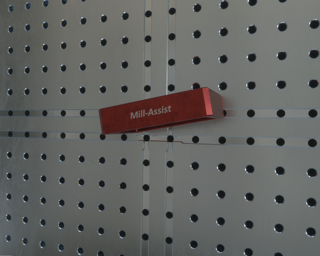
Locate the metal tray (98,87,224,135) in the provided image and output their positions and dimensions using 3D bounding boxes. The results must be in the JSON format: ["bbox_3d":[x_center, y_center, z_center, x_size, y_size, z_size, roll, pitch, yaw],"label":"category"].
[{"bbox_3d":[0.005,-0.017,0.376,0.130,0.090,0.030,-10,87,20],"label":"metal tray"}]
